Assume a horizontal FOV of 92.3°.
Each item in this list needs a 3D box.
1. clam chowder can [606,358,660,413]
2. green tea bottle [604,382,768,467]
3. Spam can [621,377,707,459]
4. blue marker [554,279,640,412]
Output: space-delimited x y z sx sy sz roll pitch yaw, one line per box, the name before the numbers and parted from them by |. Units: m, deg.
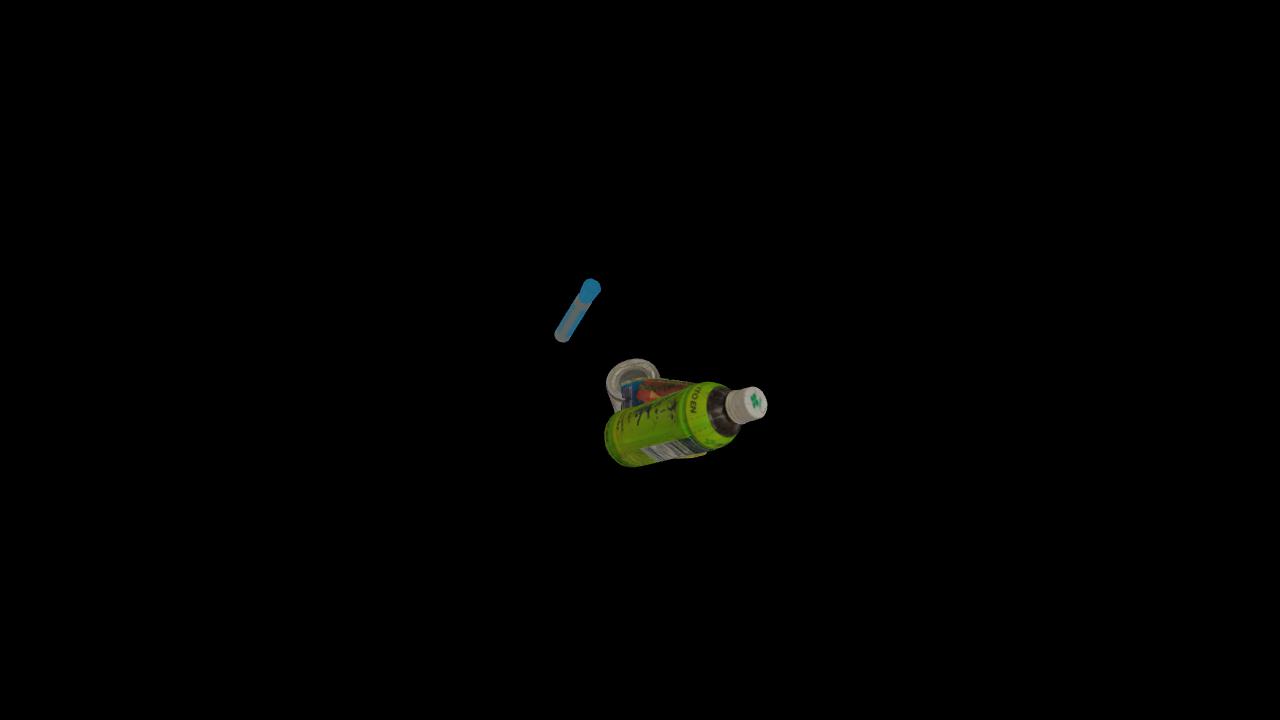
clam chowder can | 0.000 0.055 0.765 0.068 0.068 0.102 0 -41 15
green tea bottle | 0.045 0.066 0.639 0.073 0.073 0.212 0 -13 -38
Spam can | 0.026 0.070 0.727 0.101 0.085 0.058 8 -19 -29
blue marker | -0.068 -0.052 0.658 0.020 0.020 0.121 0 -23 -24
